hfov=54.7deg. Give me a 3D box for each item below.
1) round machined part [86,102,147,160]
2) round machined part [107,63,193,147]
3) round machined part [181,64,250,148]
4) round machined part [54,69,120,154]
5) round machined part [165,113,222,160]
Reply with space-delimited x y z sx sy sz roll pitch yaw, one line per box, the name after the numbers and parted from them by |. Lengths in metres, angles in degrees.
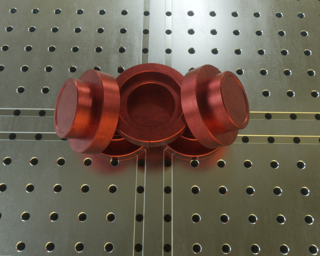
-0.055 -0.010 0.405 0.099 0.042 0.098 0 70 -1 | round machined part
-0.010 -0.024 0.365 0.099 0.042 0.098 0 70 -1 | round machined part
0.070 -0.028 0.359 0.042 0.098 0.098 -16 65 37 | round machined part
-0.089 -0.020 0.355 0.042 0.098 0.098 10 65 -37 | round machined part
0.043 -0.010 0.407 0.099 0.042 0.098 0 70 -1 | round machined part
